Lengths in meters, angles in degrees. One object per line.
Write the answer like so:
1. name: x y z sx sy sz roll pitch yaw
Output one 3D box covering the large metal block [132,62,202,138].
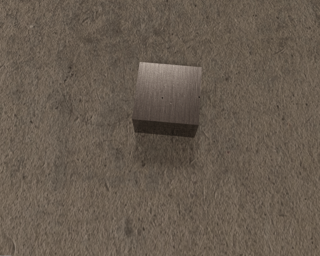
1. large metal block: 0.010 -0.036 0.408 0.080 0.050 0.080 5 70 1
